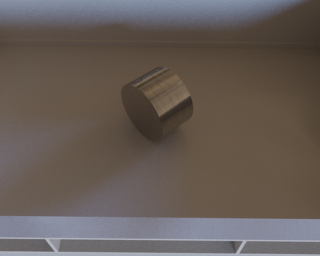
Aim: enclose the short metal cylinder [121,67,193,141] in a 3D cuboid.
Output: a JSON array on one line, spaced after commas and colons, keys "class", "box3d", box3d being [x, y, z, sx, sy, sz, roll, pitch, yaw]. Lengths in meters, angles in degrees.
[{"class": "short metal cylinder", "box3d": [-0.004, -0.030, 0.392, 0.050, 0.080, 0.080, -34, 58, -25]}]
